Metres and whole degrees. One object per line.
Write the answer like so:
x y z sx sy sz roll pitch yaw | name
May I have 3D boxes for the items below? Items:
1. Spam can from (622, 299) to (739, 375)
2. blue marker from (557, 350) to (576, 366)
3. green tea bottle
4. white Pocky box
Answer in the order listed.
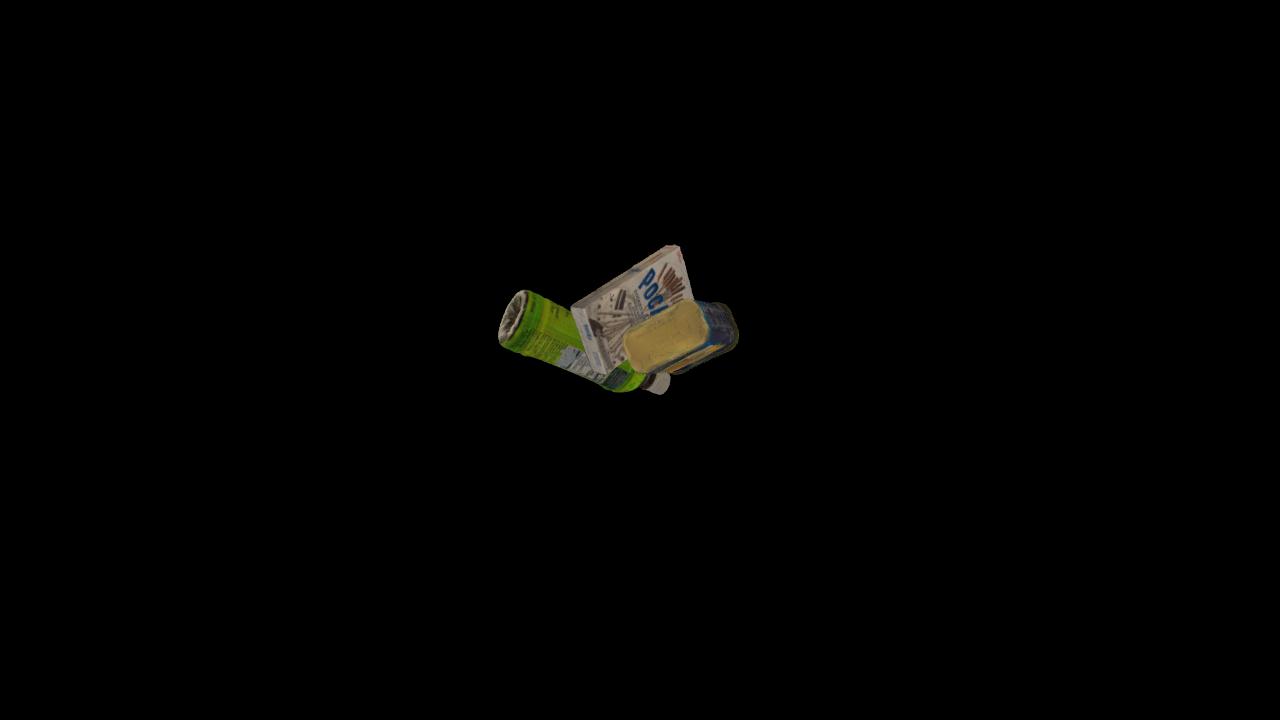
0.043 -0.023 0.657 0.101 0.058 0.085 -27 -12 26 | Spam can
-0.058 -0.022 0.716 0.020 0.020 0.121 0 20 26 | blue marker
-0.056 -0.008 0.712 0.212 0.073 0.073 27 -13 -28 | green tea bottle
-0.003 -0.058 0.679 0.028 0.084 0.154 14 41 45 | white Pocky box
